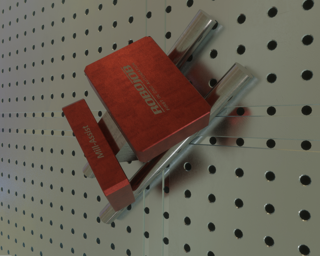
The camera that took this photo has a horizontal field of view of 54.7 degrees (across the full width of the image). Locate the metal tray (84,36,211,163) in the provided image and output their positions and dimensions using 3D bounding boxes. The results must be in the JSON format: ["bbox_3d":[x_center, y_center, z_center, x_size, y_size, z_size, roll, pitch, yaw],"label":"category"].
[{"bbox_3d":[-0.016,-0.037,0.350,0.090,0.030,0.130,-30,64,-12],"label":"metal tray"}]

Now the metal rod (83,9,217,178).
[{"bbox_3d":[-0.029,-0.030,0.431,0.298,0.025,0.025,-50,61,28],"label":"metal rod"}]

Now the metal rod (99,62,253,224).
[{"bbox_3d":[0.005,0.037,0.404,0.299,0.025,0.025,-49,61,28],"label":"metal rod"}]

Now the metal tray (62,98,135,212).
[{"bbox_3d":[-0.078,0.036,0.401,0.130,0.030,0.090,57,166,24],"label":"metal tray"}]

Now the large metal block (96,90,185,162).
[{"bbox_3d":[-0.025,-0.003,0.392,0.080,0.081,0.050,-49,61,28],"label":"large metal block"}]
